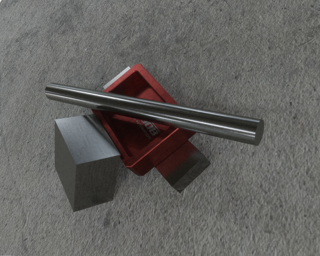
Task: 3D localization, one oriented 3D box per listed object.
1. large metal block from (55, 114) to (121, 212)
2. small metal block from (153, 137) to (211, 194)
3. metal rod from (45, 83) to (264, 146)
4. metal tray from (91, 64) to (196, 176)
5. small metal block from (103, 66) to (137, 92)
[{"bbox_3d":[-0.093,0.041,0.381,0.050,0.079,0.080,-11,43,-30],"label":"large metal block"},{"bbox_3d":[0.023,0.040,0.368,0.050,0.025,0.050,-43,51,-2],"label":"small metal block"},{"bbox_3d":[-0.032,-0.024,0.365,0.300,0.025,0.025,13,68,33],"label":"metal rod"},{"bbox_3d":[-0.026,-0.015,0.391,0.090,0.030,0.130,-39,51,1],"label":"metal tray"},{"bbox_3d":[-0.050,-0.057,0.465,0.050,0.025,0.050,-39,51,2],"label":"small metal block"}]
